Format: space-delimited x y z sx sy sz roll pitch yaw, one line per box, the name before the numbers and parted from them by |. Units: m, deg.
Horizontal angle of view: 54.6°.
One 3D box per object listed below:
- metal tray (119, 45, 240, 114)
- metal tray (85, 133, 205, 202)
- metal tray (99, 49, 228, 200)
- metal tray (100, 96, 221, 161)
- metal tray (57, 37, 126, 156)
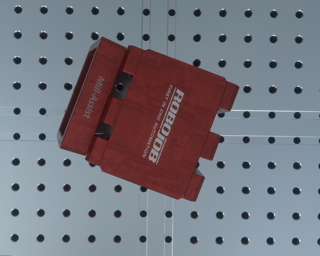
metal tray | 0.022 -0.055 0.380 0.131 0.090 0.030 21 91 0
metal tray | -0.016 0.044 0.380 0.131 0.090 0.030 21 91 0
metal tray | 0.003 -0.004 0.320 0.090 0.030 0.129 21 90 0
metal tray | 0.000 0.001 0.380 0.131 0.090 0.030 20 89 -1
metal tray | -0.087 -0.039 0.378 0.030 0.090 0.129 21 90 -22
